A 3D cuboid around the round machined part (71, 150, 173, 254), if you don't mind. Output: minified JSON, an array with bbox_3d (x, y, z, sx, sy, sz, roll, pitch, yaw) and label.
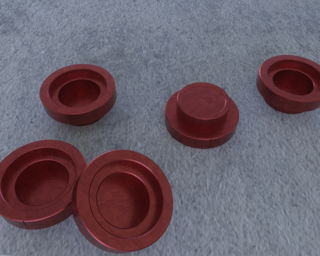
[{"bbox_3d":[-0.040,0.074,0.312,0.099,0.042,0.098,14,59,-24],"label":"round machined part"}]

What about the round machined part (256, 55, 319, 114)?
[{"bbox_3d":[0.187,-0.058,0.444,0.099,0.042,0.098,0,50,0],"label":"round machined part"}]

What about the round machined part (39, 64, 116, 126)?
[{"bbox_3d":[-0.109,-0.041,0.425,0.099,0.042,0.098,0,50,0],"label":"round machined part"}]

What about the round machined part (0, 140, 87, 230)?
[{"bbox_3d":[-0.126,0.064,0.337,0.099,0.042,0.098,0,50,0],"label":"round machined part"}]

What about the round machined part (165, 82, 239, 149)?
[{"bbox_3d":[0.056,-0.023,0.413,0.099,0.042,0.098,0,50,0],"label":"round machined part"}]
